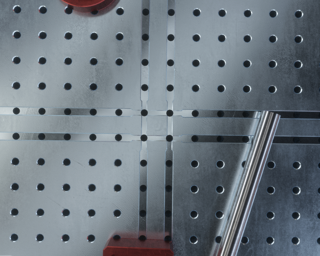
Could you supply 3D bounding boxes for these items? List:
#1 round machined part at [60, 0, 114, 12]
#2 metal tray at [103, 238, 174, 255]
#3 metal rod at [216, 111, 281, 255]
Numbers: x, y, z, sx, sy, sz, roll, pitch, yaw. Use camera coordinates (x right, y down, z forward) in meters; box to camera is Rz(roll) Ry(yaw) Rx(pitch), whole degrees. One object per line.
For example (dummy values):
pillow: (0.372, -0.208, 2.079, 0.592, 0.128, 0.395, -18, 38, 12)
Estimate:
round machined part: (-0.101, -0.207, 0.404, 0.099, 0.042, 0.097, 0, 90, 0)
metal tray: (-0.030, 0.217, 0.410, 0.091, 0.030, 0.129, 3, 90, 0)
metal rod: (0.103, 0.123, 0.414, 0.025, 0.025, 0.298, 18, 90, 0)
